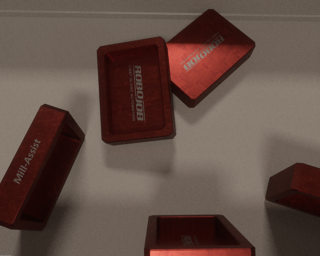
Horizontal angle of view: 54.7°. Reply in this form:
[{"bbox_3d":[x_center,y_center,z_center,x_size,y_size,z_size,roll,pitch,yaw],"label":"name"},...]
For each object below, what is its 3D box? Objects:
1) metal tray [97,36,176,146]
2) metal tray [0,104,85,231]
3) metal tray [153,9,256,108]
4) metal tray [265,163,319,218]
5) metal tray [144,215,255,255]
[{"bbox_3d":[-0.031,-0.047,0.403,0.090,0.030,0.129,-7,79,9],"label":"metal tray"},{"bbox_3d":[-0.135,0.048,0.355,0.030,0.090,0.130,18,71,6],"label":"metal tray"},{"bbox_3d":[0.060,-0.102,0.445,0.130,0.030,0.090,-42,76,-14],"label":"metal tray"},{"bbox_3d":[0.198,0.082,0.347,0.131,0.090,0.030,17,71,6],"label":"metal tray"},{"bbox_3d":[0.032,0.116,0.310,0.091,0.130,0.030,0,86,0],"label":"metal tray"}]
